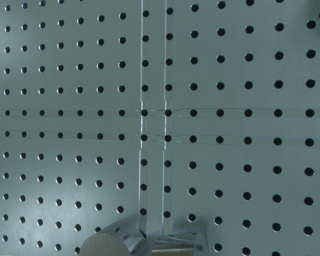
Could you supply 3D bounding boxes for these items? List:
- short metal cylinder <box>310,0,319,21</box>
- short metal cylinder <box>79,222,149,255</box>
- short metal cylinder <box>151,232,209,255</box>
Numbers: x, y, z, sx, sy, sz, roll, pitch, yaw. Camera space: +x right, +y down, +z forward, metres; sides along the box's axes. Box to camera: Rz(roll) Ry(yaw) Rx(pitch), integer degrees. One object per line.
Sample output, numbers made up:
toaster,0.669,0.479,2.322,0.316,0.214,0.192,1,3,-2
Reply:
short metal cylinder,0.206,-0.151,0.327,0.080,0.050,0.079,0,90,19
short metal cylinder,-0.062,0.174,0.420,0.080,0.050,0.079,0,90,19
short metal cylinder,0.027,0.169,0.373,0.050,0.080,0.080,-10,87,19
